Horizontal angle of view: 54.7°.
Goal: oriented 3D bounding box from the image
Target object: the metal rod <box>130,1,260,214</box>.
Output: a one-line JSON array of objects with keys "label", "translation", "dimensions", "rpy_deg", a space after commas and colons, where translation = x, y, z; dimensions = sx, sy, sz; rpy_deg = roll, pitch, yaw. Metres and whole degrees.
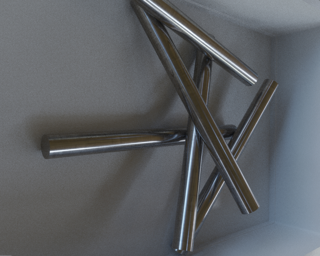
[{"label": "metal rod", "translation": [0.044, -0.029, 0.390], "dimensions": [0.025, 0.025, 0.299], "rpy_deg": [-29, 92, -36]}]

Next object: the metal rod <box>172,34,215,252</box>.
[{"label": "metal rod", "translation": [0.048, 0.004, 0.414], "dimensions": [0.025, 0.025, 0.299], "rpy_deg": [25, 64, -37]}]

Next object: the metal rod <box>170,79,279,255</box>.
[{"label": "metal rod", "translation": [0.103, 0.049, 0.467], "dimensions": [0.025, 0.025, 0.300], "rpy_deg": [43, 72, -32]}]

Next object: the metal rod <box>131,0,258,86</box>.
[{"label": "metal rod", "translation": [0.036, -0.125, 0.393], "dimensions": [0.302, 0.025, 0.025], "rpy_deg": [24, 75, -39]}]

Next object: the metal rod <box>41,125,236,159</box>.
[{"label": "metal rod", "translation": [0.001, 0.013, 0.407], "dimensions": [0.302, 0.025, 0.025], "rpy_deg": [-3, 92, -40]}]
